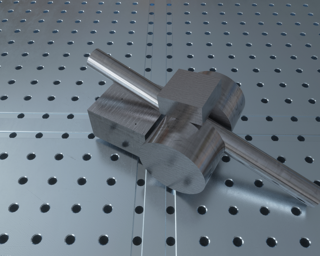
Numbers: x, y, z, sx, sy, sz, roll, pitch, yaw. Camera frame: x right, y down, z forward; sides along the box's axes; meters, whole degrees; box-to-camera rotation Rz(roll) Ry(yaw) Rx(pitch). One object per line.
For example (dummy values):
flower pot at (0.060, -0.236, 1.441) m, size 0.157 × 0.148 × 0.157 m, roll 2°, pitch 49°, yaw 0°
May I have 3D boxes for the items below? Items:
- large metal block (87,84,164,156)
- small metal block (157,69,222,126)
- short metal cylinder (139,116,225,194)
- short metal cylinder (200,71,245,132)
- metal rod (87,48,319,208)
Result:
large metal block at (-0.032, -0.018, 0.398) m, size 0.080 × 0.050 × 0.080 m, roll 23°, pitch 54°, yaw 18°
small metal block at (0.032, -0.034, 0.329) m, size 0.050 × 0.025 × 0.050 m, roll 18°, pitch 52°, yaw 25°
short metal cylinder at (0.024, 0.028, 0.344) m, size 0.080 × 0.080 × 0.050 m, roll 24°, pitch 54°, yaw 18°
short metal cylinder at (0.059, -0.024, 0.389) m, size 0.080 × 0.080 × 0.050 m, roll 22°, pitch 54°, yaw 17°
metal rod at (0.046, -0.004, 0.355) m, size 0.301 × 0.025 × 0.025 m, roll 33°, pitch 56°, yaw 6°
